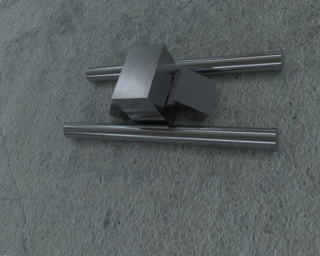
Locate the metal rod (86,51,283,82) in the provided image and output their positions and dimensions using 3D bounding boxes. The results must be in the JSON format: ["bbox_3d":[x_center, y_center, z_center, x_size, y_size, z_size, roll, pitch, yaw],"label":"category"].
[{"bbox_3d":[0.017,-0.085,0.447,0.300,0.025,0.025,2,63,28],"label":"metal rod"}]

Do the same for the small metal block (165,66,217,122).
[{"bbox_3d":[0.040,-0.042,0.391,0.025,0.050,0.050,-39,32,60],"label":"small metal block"}]

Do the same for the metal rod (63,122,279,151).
[{"bbox_3d":[-0.007,0.008,0.403,0.300,0.025,0.025,2,63,28],"label":"metal rod"}]

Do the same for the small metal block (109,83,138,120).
[{"bbox_3d":[-0.051,-0.046,0.441,0.025,0.050,0.050,18,66,-7],"label":"small metal block"}]

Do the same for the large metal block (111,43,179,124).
[{"bbox_3d":[-0.010,-0.051,0.408,0.050,0.080,0.080,1,62,28],"label":"large metal block"}]
